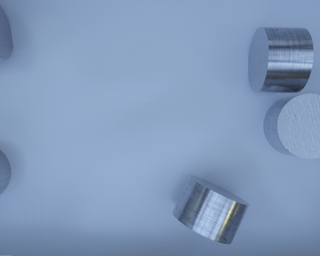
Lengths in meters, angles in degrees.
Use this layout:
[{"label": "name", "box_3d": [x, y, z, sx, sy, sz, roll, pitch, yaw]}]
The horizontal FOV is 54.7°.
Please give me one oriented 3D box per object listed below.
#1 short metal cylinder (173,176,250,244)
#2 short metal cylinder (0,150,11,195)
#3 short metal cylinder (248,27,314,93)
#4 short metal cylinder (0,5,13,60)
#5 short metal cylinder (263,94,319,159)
[{"label": "short metal cylinder", "box_3d": [0.063, 0.099, 0.385, 0.080, 0.080, 0.050, 25, 90, -1]}, {"label": "short metal cylinder", "box_3d": [-0.243, 0.061, 0.396, 0.081, 0.050, 0.079, 0, 90, -1]}, {"label": "short metal cylinder", "box_3d": [0.147, -0.084, 0.386, 0.050, 0.080, 0.079, 1, 90, 0]}, {"label": "short metal cylinder", "box_3d": [-0.226, -0.121, 0.381, 0.050, 0.080, 0.080, -8, 90, 0]}, {"label": "short metal cylinder", "box_3d": [0.183, -0.002, 0.401, 0.081, 0.050, 0.079, 0, 90, -1]}]
